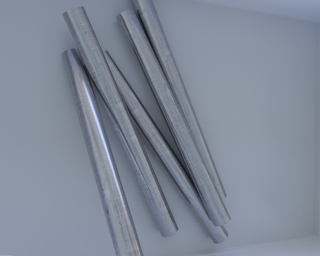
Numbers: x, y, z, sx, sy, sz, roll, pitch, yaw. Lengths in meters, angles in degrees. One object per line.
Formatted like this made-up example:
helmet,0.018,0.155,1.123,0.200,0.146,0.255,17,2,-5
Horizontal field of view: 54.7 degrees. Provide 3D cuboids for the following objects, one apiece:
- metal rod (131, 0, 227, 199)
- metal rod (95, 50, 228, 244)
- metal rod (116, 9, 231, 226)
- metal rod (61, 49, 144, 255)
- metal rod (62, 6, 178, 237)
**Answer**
metal rod,0.028,-0.038,0.420,0.025,0.025,0.299,-25,98,-18
metal rod,0.006,0.033,0.412,0.025,0.025,0.299,-37,102,-16
metal rod,0.019,-0.010,0.404,0.025,0.025,0.299,-27,94,-18
metal rod,-0.058,0.046,0.327,0.025,0.025,0.299,-13,71,-20
metal rod,-0.042,0.004,0.380,0.025,0.025,0.299,-27,105,-18
